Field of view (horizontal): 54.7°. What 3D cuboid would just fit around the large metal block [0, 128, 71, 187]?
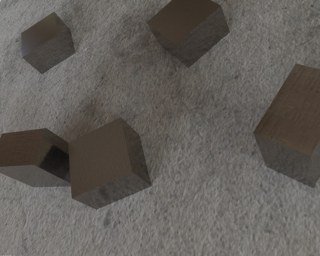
[{"bbox_3d":[-0.166,0.044,0.426,0.080,0.080,0.050,-6,59,25],"label":"large metal block"}]

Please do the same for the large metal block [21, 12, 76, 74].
[{"bbox_3d":[-0.217,-0.165,0.600,0.080,0.050,0.080,-29,52,9],"label":"large metal block"}]

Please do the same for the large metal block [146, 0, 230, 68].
[{"bbox_3d":[0.041,-0.149,0.456,0.080,0.050,0.080,-41,51,0],"label":"large metal block"}]

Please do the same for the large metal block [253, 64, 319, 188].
[{"bbox_3d":[0.139,0.000,0.296,0.050,0.080,0.080,26,76,36],"label":"large metal block"}]

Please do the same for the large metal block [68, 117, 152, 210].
[{"bbox_3d":[-0.065,0.046,0.393,0.080,0.050,0.080,-25,53,12],"label":"large metal block"}]
